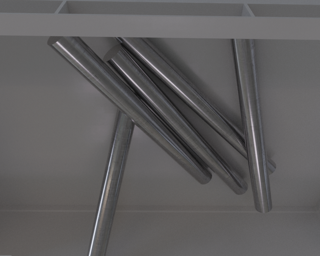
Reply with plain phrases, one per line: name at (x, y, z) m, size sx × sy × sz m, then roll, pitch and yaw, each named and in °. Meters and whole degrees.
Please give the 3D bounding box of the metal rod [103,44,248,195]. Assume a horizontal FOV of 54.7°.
metal rod at (0.039, 0.008, 0.405) m, size 0.025 × 0.025 × 0.300 m, roll -29°, pitch 128°, yaw 22°

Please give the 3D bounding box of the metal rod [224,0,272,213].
metal rod at (0.115, -0.004, 0.383) m, size 0.025 × 0.025 × 0.298 m, roll -12°, pitch 122°, yaw 10°

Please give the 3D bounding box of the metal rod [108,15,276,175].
metal rod at (0.058, -0.023, 0.389) m, size 0.025 × 0.025 × 0.301 m, roll -36°, pitch 122°, yaw 26°

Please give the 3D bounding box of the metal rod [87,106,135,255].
metal rod at (-0.068, 0.094, 0.406) m, size 0.025 × 0.025 × 0.298 m, roll 11°, pitch 104°, yaw -10°

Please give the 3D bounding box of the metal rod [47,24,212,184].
metal rod at (-0.011, -0.004, 0.373) m, size 0.025 × 0.025 × 0.300 m, roll -26°, pitch 135°, yaw 20°
